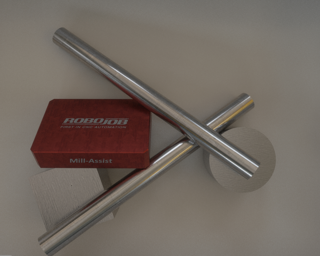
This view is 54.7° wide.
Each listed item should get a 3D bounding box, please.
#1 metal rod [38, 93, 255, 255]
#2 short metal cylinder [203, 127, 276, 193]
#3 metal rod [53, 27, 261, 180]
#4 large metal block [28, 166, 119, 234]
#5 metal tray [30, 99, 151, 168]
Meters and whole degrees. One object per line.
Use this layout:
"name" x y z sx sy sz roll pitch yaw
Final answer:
"metal rod" -0.005 0.047 0.373 0.301 0.025 0.025 -34 90 -14
"short metal cylinder" 0.099 0.038 0.398 0.081 0.050 0.079 0 90 -1
"metal rod" -0.013 -0.037 0.380 0.300 0.025 0.025 36 90 12
"large metal block" -0.106 0.083 0.393 0.080 0.050 0.080 -19 90 -1
"metal tray" -0.077 0.005 0.379 0.131 0.030 0.090 0 46 1
